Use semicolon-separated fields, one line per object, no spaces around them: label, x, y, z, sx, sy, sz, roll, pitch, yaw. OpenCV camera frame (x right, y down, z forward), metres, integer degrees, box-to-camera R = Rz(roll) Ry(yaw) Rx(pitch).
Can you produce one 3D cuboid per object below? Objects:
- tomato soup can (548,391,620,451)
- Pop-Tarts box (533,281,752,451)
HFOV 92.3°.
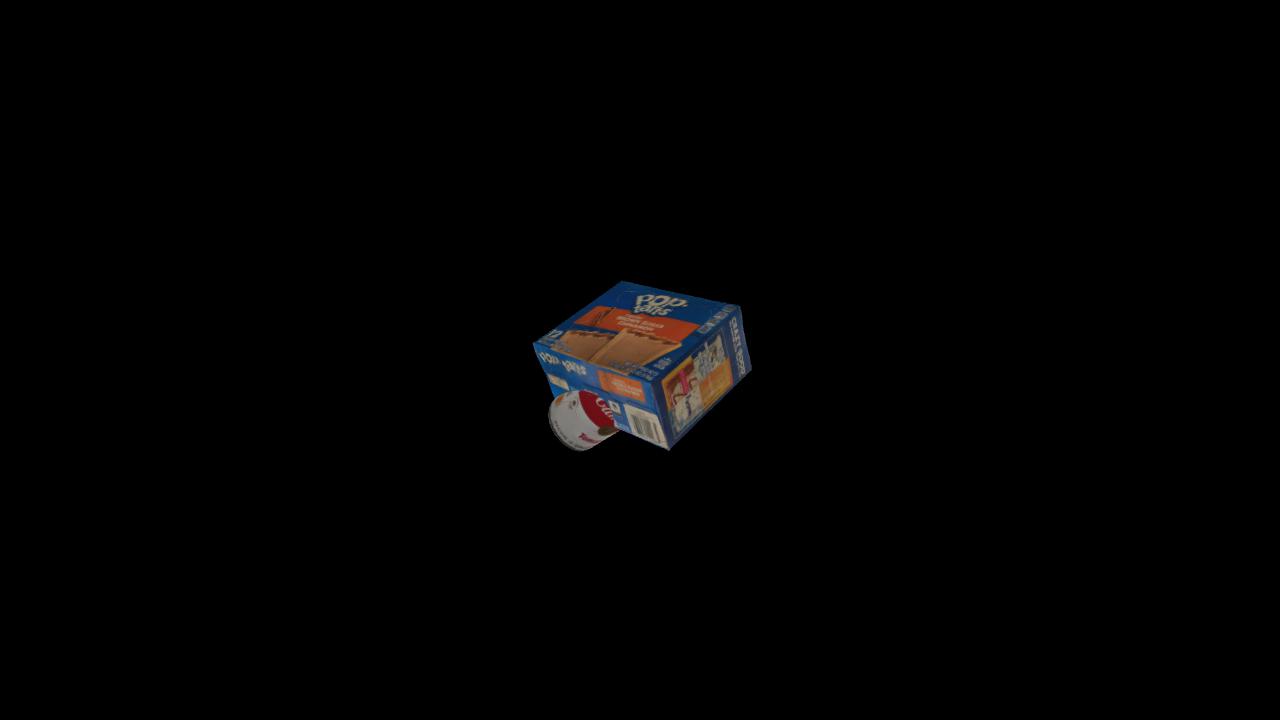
tomato soup can;-0.039;0.045;0.633;0.101;0.068;0.068;-34;-20;32
Pop-Tarts box;0.003;-0.004;0.633;0.167;0.083;0.141;19;45;40
